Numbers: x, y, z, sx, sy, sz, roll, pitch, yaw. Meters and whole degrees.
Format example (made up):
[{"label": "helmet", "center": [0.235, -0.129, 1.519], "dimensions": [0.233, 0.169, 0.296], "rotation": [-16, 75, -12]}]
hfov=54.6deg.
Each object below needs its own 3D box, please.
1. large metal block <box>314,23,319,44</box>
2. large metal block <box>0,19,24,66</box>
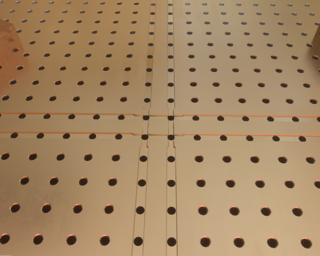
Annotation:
[{"label": "large metal block", "center": [0.325, -0.156, 0.524], "dimensions": [0.080, 0.050, 0.080], "rotation": [-3, 50, -3]}, {"label": "large metal block", "center": [-0.291, -0.141, 0.508], "dimensions": [0.080, 0.050, 0.080], "rotation": [25, 54, 19]}]
